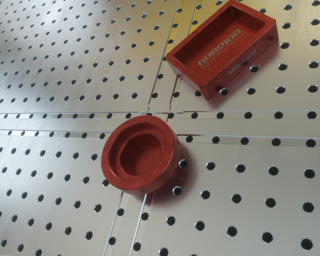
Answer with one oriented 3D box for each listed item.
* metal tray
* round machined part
[{"bbox_3d":[0.083,-0.112,0.428,0.130,0.030,0.090,-41,51,-1],"label":"metal tray"},{"bbox_3d":[-0.020,0.036,0.384,0.098,0.042,0.098,-13,56,20],"label":"round machined part"}]
